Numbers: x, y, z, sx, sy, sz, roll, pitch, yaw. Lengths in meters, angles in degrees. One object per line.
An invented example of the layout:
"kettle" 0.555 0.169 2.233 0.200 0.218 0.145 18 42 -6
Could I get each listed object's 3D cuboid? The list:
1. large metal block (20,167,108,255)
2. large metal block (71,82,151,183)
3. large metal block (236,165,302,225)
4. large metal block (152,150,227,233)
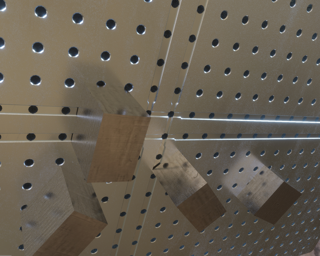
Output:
"large metal block" -0.120 0.110 0.378 0.080 0.080 0.050 -47 129 5
"large metal block" -0.059 0.004 0.345 0.050 0.080 0.079 4 116 -30
"large metal block" 0.207 0.127 0.585 0.080 0.050 0.080 31 101 -38
"large metal block" 0.042 0.092 0.455 0.050 0.080 0.080 -38 129 -3
